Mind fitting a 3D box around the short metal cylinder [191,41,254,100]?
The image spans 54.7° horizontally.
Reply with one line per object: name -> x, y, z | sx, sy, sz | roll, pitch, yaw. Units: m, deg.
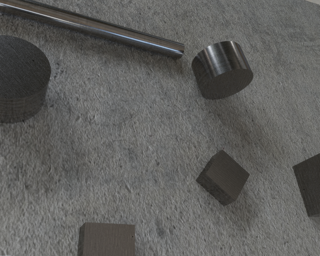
short metal cylinder -> 0.094, -0.086, 0.471 | 0.081, 0.080, 0.050 | -2, 63, -29

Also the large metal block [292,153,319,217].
large metal block -> 0.255, 0.081, 0.456 | 0.050, 0.080, 0.080 | 9, 58, -24

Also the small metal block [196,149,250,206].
small metal block -> 0.083, 0.065, 0.409 | 0.050, 0.025, 0.050 | 43, 51, 1

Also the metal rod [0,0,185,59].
metal rod -> -0.104, -0.145, 0.435 | 0.302, 0.025, 0.025 | 9, 58, -23

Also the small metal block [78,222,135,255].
small metal block -> -0.052, 0.121, 0.302 | 0.050, 0.025, 0.050 | 11, 57, -23

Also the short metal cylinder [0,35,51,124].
short metal cylinder -> -0.163, -0.052, 0.332 | 0.081, 0.050, 0.080 | 14, 56, -21
